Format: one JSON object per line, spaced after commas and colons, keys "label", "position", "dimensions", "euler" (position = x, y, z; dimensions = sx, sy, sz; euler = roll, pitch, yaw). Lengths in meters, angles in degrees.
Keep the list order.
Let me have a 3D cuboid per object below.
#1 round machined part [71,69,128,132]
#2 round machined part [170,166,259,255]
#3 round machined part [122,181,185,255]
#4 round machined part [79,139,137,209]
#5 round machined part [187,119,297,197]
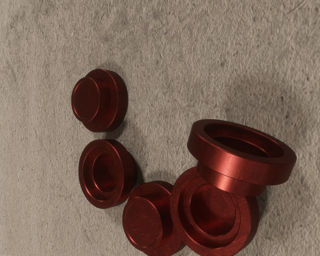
{"label": "round machined part", "position": [-0.098, -0.042, 0.472], "dimensions": [0.098, 0.042, 0.097], "euler": [0, 90, 39]}
{"label": "round machined part", "position": [0.062, 0.088, 0.341], "dimensions": [0.098, 0.042, 0.097], "euler": [0, 90, 39]}
{"label": "round machined part", "position": [-0.011, 0.120, 0.401], "dimensions": [0.098, 0.042, 0.097], "euler": [0, 90, 39]}
{"label": "round machined part", "position": [-0.072, 0.064, 0.451], "dimensions": [0.098, 0.042, 0.097], "euler": [0, 90, 39]}
{"label": "round machined part", "position": [0.073, 0.029, 0.296], "dimensions": [0.098, 0.099, 0.042], "euler": [29, 114, 36]}
